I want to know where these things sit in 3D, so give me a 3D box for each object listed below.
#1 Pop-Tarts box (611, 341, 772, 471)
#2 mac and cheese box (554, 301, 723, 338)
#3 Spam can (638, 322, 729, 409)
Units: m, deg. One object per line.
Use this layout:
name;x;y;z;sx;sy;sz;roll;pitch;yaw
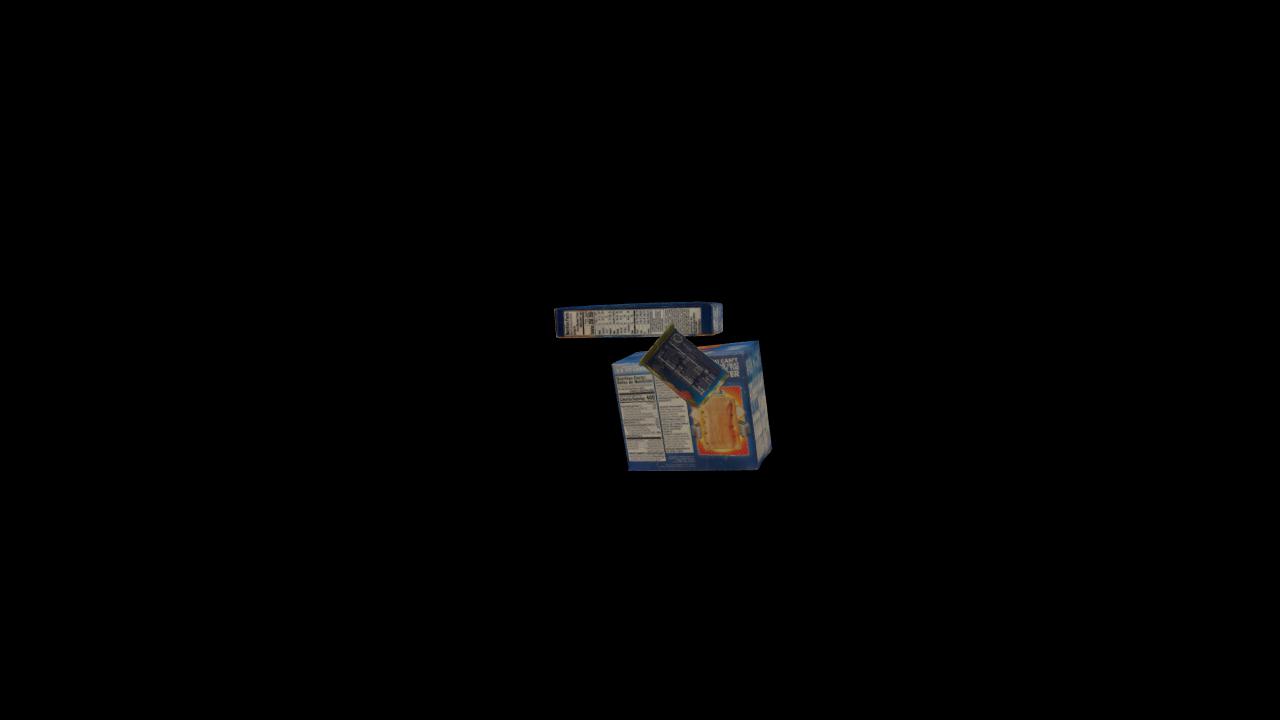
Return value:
Pop-Tarts box;0.066;0.058;0.758;0.167;0.141;0.083;-5;10;24
mac and cheese box;0.002;-0.047;0.730;0.184;0.041;0.093;-1;6;14
Spam can;0.049;0.009;0.700;0.085;0.058;0.101;40;-2;1
